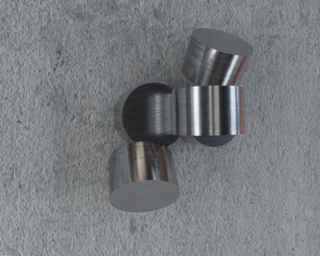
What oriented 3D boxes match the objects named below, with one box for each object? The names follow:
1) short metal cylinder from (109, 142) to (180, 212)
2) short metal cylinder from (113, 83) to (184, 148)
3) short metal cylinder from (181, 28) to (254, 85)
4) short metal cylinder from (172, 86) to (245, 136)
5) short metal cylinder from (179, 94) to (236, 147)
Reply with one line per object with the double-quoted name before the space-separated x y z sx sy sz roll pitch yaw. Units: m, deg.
"short metal cylinder" -0.020 0.060 0.367 0.081 0.079 0.050 8 49 -20
"short metal cylinder" -0.014 -0.014 0.392 0.081 0.050 0.079 0 90 -21
"short metal cylinder" 0.073 -0.090 0.402 0.081 0.080 0.050 1 128 -20
"short metal cylinder" 0.054 -0.018 0.349 0.081 0.080 0.050 -2 91 -20
"short metal cylinder" 0.062 -0.016 0.420 0.081 0.050 0.079 0 90 -21
